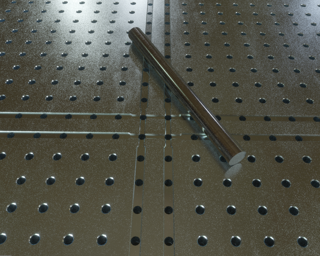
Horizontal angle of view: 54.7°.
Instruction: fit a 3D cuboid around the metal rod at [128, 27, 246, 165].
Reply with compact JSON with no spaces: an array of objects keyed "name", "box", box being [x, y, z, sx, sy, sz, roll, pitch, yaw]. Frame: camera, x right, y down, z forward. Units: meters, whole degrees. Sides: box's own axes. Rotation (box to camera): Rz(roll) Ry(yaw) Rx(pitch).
[{"name":"metal rod","box":[0.025,-0.065,0.462,0.025,0.025,0.300,-22,54,-18]}]
